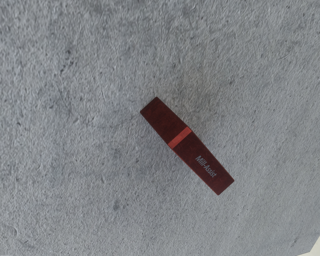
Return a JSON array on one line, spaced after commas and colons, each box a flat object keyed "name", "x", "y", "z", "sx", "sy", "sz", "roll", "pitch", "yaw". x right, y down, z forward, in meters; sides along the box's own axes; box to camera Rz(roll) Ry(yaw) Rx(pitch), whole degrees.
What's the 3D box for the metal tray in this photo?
[{"name": "metal tray", "x": 0.036, "y": 0.025, "z": 0.403, "sx": 0.030, "sy": 0.090, "sz": 0.130, "roll": -43, "pitch": 130, "yaw": 1}]
